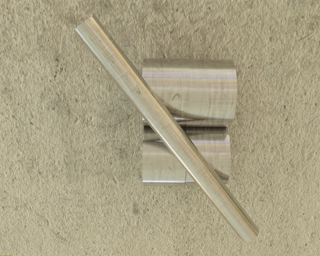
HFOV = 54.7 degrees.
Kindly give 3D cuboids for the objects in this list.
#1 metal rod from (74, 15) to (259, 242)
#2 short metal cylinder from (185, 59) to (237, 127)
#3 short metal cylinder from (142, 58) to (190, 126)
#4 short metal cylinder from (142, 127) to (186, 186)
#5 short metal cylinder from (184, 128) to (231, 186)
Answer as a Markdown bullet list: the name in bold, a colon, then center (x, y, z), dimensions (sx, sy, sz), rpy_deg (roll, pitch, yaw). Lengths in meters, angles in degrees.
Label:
- **metal rod**: center (0.019, 0.015, 0.331), dimensions (0.025, 0.025, 0.300), rpy_deg (-35, 107, 12)
- **short metal cylinder**: center (0.056, -0.041, 0.367), dimensions (0.050, 0.080, 0.079), rpy_deg (1, 110, 0)
- **short metal cylinder**: center (0.006, -0.042, 0.366), dimensions (0.050, 0.080, 0.079), rpy_deg (1, 110, 0)
- **short metal cylinder**: center (0.005, 0.034, 0.394), dimensions (0.050, 0.080, 0.079), rpy_deg (1, 110, 0)
- **short metal cylinder**: center (0.056, 0.033, 0.395), dimensions (0.050, 0.080, 0.079), rpy_deg (1, 110, 0)
